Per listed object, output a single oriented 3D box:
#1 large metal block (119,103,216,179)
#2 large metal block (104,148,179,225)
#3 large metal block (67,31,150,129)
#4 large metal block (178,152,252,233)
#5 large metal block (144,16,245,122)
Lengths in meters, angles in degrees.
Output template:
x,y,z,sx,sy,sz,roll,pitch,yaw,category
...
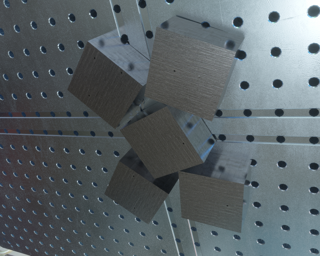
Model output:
x,y,z,sx,sy,sz,roll,pitch,yaw,category
0.011,0.010,0.395,0.080,0.050,0.080,-25,105,37,large metal block
-0.026,0.082,0.458,0.080,0.050,0.080,33,129,7,large metal block
-0.058,-0.060,0.389,0.080,0.050,0.080,39,130,2,large metal block
0.073,0.081,0.407,0.080,0.050,0.080,8,122,23,large metal block
0.035,-0.065,0.335,0.080,0.050,0.079,21,127,12,large metal block
